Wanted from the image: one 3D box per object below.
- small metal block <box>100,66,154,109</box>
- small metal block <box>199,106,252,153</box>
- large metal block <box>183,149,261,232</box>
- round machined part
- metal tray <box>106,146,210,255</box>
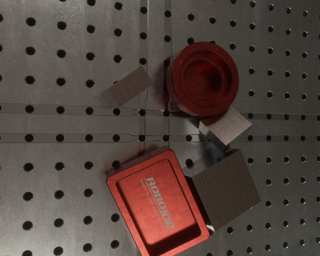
[{"bbox_3d":[-0.042,-0.049,0.384,0.050,0.050,0.025,-38,103,-16],"label":"small metal block"},{"bbox_3d":[0.091,-0.001,0.434,0.050,0.025,0.050,-36,65,-17],"label":"small metal block"},{"bbox_3d":[0.081,0.081,0.431,0.081,0.050,0.080,-27,99,-19],"label":"large metal block"},{"bbox_3d":[0.054,-0.064,0.424,0.099,0.042,0.097,1,88,-19],"label":"round machined part"},{"bbox_3d":[-0.002,0.099,0.399,0.090,0.030,0.129,-24,99,-5],"label":"metal tray"}]
